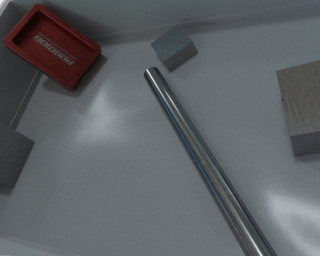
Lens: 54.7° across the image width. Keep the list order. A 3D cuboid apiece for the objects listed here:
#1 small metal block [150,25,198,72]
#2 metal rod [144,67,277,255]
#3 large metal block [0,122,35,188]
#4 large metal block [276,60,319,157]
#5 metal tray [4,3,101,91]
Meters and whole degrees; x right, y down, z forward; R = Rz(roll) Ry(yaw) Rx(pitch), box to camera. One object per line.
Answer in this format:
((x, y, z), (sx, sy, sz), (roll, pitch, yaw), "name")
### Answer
((0.021, -0.120, 0.467), (0.050, 0.025, 0.050), (-34, 52, 5), "small metal block")
((0.043, 0.024, 0.367), (0.025, 0.025, 0.300), (-33, 52, 6), "metal rod")
((-0.256, 0.039, 0.478), (0.050, 0.080, 0.080), (1, 62, 28), "large metal block")
((0.170, -0.023, 0.315), (0.080, 0.050, 0.080), (-12, 57, 21), "large metal block")
((-0.178, -0.135, 0.524), (0.130, 0.030, 0.090), (35, 79, -5), "metal tray")
